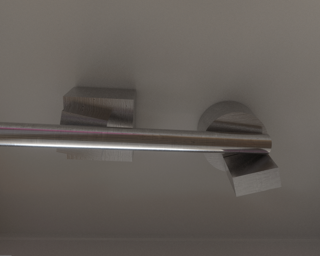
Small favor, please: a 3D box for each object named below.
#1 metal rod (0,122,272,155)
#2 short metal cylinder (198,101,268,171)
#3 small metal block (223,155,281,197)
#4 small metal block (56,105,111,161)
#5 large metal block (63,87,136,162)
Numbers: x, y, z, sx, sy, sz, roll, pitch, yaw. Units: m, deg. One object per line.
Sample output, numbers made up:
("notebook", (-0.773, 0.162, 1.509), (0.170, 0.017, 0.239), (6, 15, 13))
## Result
("metal rod", (-0.024, 0.012, 0.339), (0.302, 0.025, 0.025), (3, 110, -10))
("short metal cylinder", (0.092, 0.010, 0.401), (0.081, 0.050, 0.079), (0, 110, -1))
("small metal block", (0.106, 0.051, 0.362), (0.050, 0.050, 0.025), (-14, 110, 4))
("small metal block", (-0.088, 0.005, 0.357), (0.050, 0.025, 0.050), (12, 109, -5))
("large metal block", (-0.073, -0.006, 0.392), (0.081, 0.050, 0.079), (2, 110, -2))
